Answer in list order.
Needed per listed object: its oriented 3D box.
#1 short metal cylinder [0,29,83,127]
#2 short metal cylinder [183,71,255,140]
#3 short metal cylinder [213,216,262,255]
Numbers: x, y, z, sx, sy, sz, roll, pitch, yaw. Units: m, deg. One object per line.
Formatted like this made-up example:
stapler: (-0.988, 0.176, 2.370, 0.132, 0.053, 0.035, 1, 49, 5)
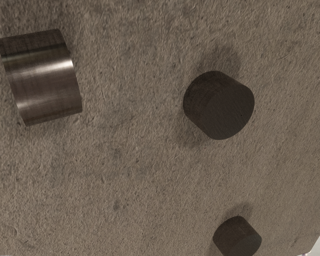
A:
short metal cylinder: (-0.108, -0.046, 0.284, 0.050, 0.080, 0.079, -17, 126, -19)
short metal cylinder: (0.078, -0.031, 0.416, 0.081, 0.050, 0.079, -14, 125, -21)
short metal cylinder: (0.153, 0.223, 0.616, 0.081, 0.050, 0.079, -14, 125, -21)
